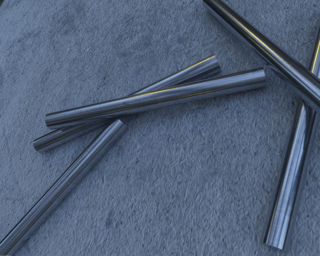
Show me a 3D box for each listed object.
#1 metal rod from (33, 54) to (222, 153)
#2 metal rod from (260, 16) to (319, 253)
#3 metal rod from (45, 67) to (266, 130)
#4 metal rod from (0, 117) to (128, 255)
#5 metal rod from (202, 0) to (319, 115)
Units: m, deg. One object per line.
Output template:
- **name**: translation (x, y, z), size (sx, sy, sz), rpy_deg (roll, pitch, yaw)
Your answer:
- **metal rod**: translation (-0.056, -0.030, 0.451), size (0.300, 0.025, 0.025), rpy_deg (-24, 53, 13)
- **metal rod**: translation (0.159, -0.020, 0.332), size (0.025, 0.025, 0.300), rpy_deg (10, 67, 32)
- **metal rod**: translation (-0.017, -0.036, 0.414), size (0.301, 0.025, 0.025), rpy_deg (-10, 57, 15)
- **metal rod**: translation (-0.153, 0.103, 0.421), size (0.300, 0.025, 0.025), rpy_deg (-48, 51, -6)
- **metal rod**: translation (0.123, -0.102, 0.380), size (0.025, 0.025, 0.300), rpy_deg (-32, 45, 7)
